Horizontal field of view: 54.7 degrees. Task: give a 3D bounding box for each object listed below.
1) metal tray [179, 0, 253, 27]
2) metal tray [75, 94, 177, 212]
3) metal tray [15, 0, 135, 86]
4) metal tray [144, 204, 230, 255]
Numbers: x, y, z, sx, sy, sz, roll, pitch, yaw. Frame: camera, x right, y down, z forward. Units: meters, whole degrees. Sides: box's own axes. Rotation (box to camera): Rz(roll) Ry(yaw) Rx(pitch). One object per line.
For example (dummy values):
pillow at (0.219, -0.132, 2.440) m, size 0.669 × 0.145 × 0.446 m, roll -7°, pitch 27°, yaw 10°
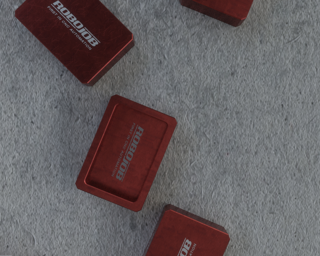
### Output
metal tray at (0.091, -0.212, 0.408) m, size 0.090 × 0.030 × 0.129 m, roll 22°, pitch 90°, yaw 0°
metal tray at (-0.043, 0.032, 0.406) m, size 0.090 × 0.030 × 0.129 m, roll 22°, pitch 90°, yaw 0°
metal tray at (-0.109, -0.130, 0.406) m, size 0.090 × 0.030 × 0.130 m, roll -45°, pitch 90°, yaw 0°
metal tray at (0.024, 0.178, 0.408) m, size 0.090 × 0.030 × 0.129 m, roll 24°, pitch 90°, yaw 0°
